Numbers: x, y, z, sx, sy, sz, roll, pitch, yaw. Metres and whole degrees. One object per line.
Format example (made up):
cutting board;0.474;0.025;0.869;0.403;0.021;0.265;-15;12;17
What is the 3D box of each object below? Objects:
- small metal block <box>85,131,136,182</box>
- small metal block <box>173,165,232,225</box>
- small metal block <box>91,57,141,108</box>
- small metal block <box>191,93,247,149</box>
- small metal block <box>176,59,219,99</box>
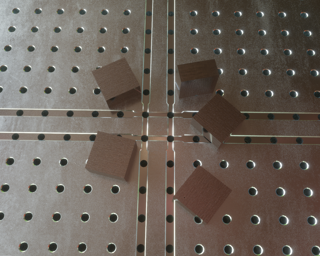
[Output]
small metal block;-0.061;0.036;0.398;0.050;0.025;0.050;14;71;5
small metal block;0.052;0.082;0.382;0.050;0.025;0.050;38;74;12
small metal block;-0.061;-0.064;0.435;0.050;0.025;0.050;-25;72;-9
small metal block;0.078;-0.010;0.416;0.050;0.025;0.050;43;75;14
small metal block;0.049;-0.066;0.423;0.050;0.050;0.025;-10;71;-4
